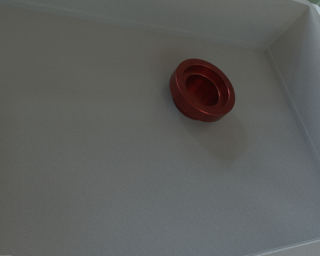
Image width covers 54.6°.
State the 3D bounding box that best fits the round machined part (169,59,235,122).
[{"bbox_3d":[0.057,-0.050,0.456,0.099,0.042,0.098,13,56,-21],"label":"round machined part"}]
